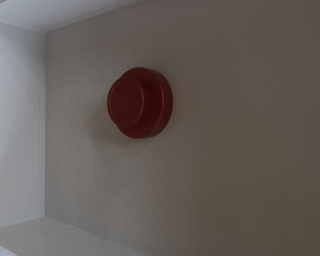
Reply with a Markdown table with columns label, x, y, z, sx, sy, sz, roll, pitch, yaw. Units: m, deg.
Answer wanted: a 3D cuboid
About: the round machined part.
| label | x | y | z | sx | sy | sz | roll | pitch | yaw |
| --- | --- | --- | --- | --- | --- | --- | --- | --- | --- |
| round machined part | -0.034 | -0.034 | 0.422 | 0.098 | 0.042 | 0.097 | 0 | 90 | 39 |
